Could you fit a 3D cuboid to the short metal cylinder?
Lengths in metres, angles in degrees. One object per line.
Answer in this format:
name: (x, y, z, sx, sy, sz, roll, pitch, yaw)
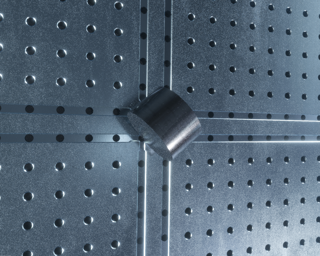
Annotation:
short metal cylinder: (0.005, -0.005, 0.386, 0.050, 0.080, 0.080, -42, 104, -15)
